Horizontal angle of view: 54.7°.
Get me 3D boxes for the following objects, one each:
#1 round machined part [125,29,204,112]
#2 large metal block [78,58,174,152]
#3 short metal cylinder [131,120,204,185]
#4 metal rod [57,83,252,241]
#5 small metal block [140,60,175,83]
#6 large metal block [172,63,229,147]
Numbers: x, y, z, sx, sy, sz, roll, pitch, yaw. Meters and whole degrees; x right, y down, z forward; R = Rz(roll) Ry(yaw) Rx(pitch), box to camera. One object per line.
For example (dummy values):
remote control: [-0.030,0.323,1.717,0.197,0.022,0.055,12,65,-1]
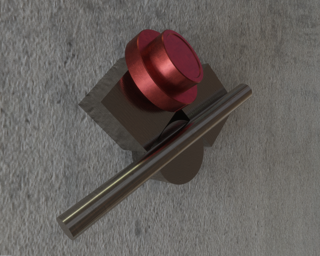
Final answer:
round machined part: [0.012,-0.070,0.349,0.098,0.042,0.098,32,42,-34]
large metal block: [-0.032,-0.029,0.363,0.080,0.050,0.080,50,60,-29]
short metal cylinder: [0.011,0.030,0.400,0.081,0.050,0.079,0,90,-40]
metal rod: [0.019,0.018,0.358,0.302,0.025,0.025,-35,112,-35]
small metal block: [0.002,-0.069,0.408,0.050,0.025,0.050,50,60,-29]
large metal block: [0.051,-0.031,0.435,0.080,0.050,0.080,49,61,-29]
